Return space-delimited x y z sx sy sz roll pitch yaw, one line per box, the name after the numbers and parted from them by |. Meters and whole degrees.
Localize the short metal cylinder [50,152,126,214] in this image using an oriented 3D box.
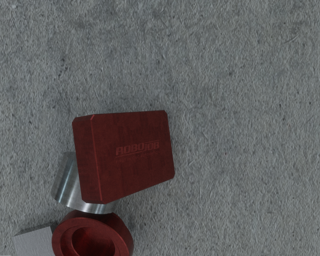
-0.086 0.066 0.381 0.080 0.080 0.050 19 90 -1 | short metal cylinder

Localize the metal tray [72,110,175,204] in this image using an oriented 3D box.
-0.035 0.027 0.361 0.030 0.131 0.089 -7 90 36 | metal tray

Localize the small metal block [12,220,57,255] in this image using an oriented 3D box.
-0.158 0.156 0.408 0.050 0.025 0.050 -16 90 -1 | small metal block

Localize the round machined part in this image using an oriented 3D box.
-0.080 0.140 0.389 0.098 0.042 0.097 4 112 10 | round machined part
